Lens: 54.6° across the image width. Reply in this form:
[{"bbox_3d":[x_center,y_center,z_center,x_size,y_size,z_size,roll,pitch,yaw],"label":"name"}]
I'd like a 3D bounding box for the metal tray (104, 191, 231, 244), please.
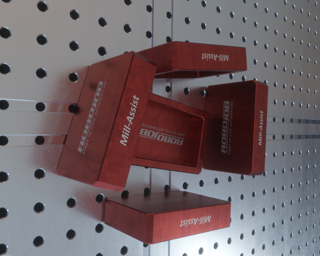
[{"bbox_3d":[0.011,0.102,0.376,0.131,0.090,0.030,5,87,-39],"label":"metal tray"}]

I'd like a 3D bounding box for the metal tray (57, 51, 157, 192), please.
[{"bbox_3d":[-0.057,-0.007,0.318,0.030,0.090,0.130,23,75,-37],"label":"metal tray"}]

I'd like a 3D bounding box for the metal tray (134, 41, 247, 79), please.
[{"bbox_3d":[0.036,-0.083,0.395,0.131,0.090,0.030,-8,96,-39],"label":"metal tray"}]

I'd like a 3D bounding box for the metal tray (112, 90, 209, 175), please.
[{"bbox_3d":[0.006,0.009,0.409,0.131,0.030,0.090,14,81,-39],"label":"metal tray"}]

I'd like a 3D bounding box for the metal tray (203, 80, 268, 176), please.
[{"bbox_3d":[0.108,0.000,0.456,0.030,0.090,0.129,6,86,-40],"label":"metal tray"}]
